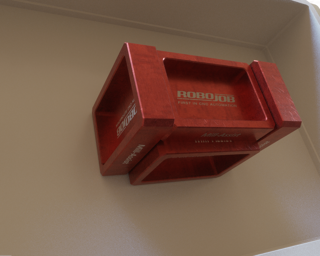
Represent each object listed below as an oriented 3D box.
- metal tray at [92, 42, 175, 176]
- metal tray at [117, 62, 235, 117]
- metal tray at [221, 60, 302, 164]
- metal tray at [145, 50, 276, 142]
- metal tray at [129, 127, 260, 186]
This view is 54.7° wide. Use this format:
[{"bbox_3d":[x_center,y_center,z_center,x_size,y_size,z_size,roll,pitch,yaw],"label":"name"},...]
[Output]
[{"bbox_3d":[-0.036,-0.013,0.325,0.030,0.129,0.090,1,62,-28],"label":"metal tray"},{"bbox_3d":[0.018,-0.046,0.398,0.131,0.090,0.030,0,63,-28],"label":"metal tray"},{"bbox_3d":[0.108,-0.013,0.401,0.030,0.129,0.090,1,62,-28],"label":"metal tray"},{"bbox_3d":[0.053,-0.032,0.332,0.131,0.030,0.090,1,61,-28],"label":"metal tray"},{"bbox_3d":[0.037,0.033,0.360,0.131,0.090,0.030,0,61,-28],"label":"metal tray"}]
